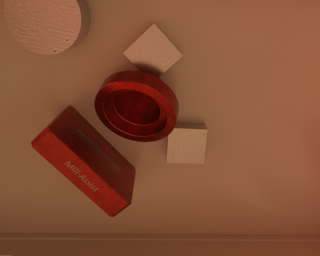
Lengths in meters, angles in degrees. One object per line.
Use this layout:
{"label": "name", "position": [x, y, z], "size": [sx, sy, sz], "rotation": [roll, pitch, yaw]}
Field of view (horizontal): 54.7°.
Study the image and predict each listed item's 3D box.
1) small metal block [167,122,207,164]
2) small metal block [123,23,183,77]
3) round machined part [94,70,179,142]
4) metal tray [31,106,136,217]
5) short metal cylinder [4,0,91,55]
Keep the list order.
{"label": "small metal block", "position": [0.035, 0.020, 0.419], "size": [0.050, 0.025, 0.050], "rotation": [2, 110, -1]}
{"label": "small metal block", "position": [-0.008, -0.091, 0.378], "size": [0.050, 0.025, 0.050], "rotation": [-41, 106, 13]}
{"label": "round machined part", "position": [-0.025, -0.031, 0.376], "size": [0.098, 0.042, 0.097], "rotation": [8, 137, 8]}
{"label": "metal tray", "position": [-0.088, 0.039, 0.389], "size": [0.030, 0.090, 0.130], "rotation": [-39, 106, 13]}
{"label": "short metal cylinder", "position": [-0.124, -0.126, 0.350], "size": [0.081, 0.050, 0.079], "rotation": [0, 110, -1]}
